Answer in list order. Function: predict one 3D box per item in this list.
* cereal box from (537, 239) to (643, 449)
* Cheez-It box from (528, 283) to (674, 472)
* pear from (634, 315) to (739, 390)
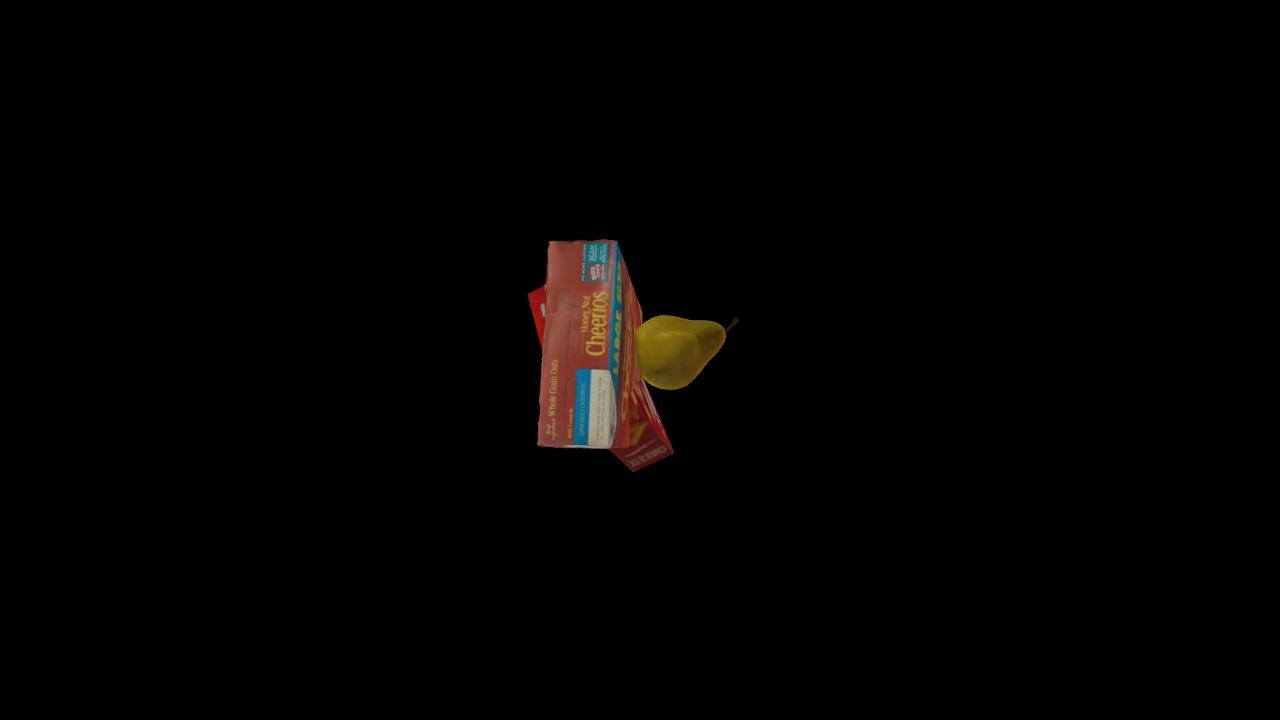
[{"bbox_3d":[-0.046,0.003,0.725,0.081,0.203,0.306,1,-9,4],"label":"cereal box"},{"bbox_3d":[-0.046,0.021,0.765,0.071,0.166,0.223,-27,-38,7],"label":"Cheez-It box"},{"bbox_3d":[0.052,-0.013,0.631,0.111,0.080,0.080,-12,-1,3],"label":"pear"}]
